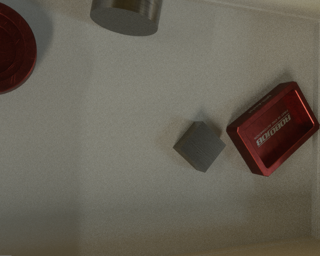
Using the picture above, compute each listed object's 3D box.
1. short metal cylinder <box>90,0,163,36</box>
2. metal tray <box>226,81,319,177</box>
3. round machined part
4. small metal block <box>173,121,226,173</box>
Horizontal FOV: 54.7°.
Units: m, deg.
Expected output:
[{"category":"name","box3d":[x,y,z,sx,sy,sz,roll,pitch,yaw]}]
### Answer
[{"category":"short metal cylinder","box3d":[-0.038,-0.148,0.368,0.081,0.080,0.050,11,87,-20]},{"category":"metal tray","box3d":[0.175,0.000,0.474,0.131,0.030,0.090,-37,102,-17]},{"category":"round machined part","box3d":[-0.185,-0.083,0.333,0.099,0.042,0.097,0,90,-21]},{"category":"small metal block","box3d":[0.055,0.026,0.432,0.050,0.025,0.050,44,76,-15]}]
